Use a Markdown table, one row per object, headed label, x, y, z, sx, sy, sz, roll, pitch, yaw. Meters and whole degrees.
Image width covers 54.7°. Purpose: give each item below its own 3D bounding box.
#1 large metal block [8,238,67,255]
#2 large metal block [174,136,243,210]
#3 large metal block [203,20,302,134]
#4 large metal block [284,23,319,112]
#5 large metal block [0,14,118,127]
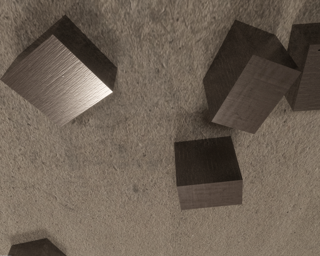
| label | x | y | z | sx | sy | sz | roll | pitch | yaw |
| --- | --- | --- | --- | --- | --- | --- | --- | --- | --- |
| large metal block | -0.245 | 0.269 | 0.616 | 0.080 | 0.050 | 0.080 | -15 | 129 | 12 |
| large metal block | 0.064 | 0.060 | 0.424 | 0.080 | 0.080 | 0.050 | -7 | 130 | 5 |
| large metal block | 0.089 | -0.054 | 0.327 | 0.050 | 0.080 | 0.079 | 16 | 128 | -13 |
| large metal block | 0.185 | -0.067 | 0.337 | 0.080 | 0.050 | 0.079 | -4 | 130 | 2 |
| large metal block | -0.106 | -0.060 | 0.338 | 0.080 | 0.050 | 0.080 | -30 | 124 | 23 |
